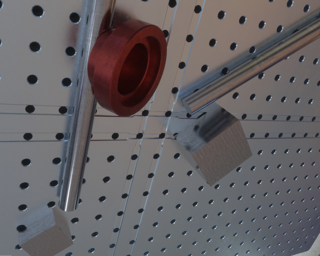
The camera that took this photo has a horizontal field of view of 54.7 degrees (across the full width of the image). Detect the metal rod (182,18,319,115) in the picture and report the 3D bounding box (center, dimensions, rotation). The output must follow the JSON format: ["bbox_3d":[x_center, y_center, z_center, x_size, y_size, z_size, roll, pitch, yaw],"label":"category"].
[{"bbox_3d":[0.164,-0.105,0.438,0.301,0.025,0.025,-31,129,-9],"label":"metal rod"}]

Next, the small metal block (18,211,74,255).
[{"bbox_3d":[-0.154,0.149,0.420,0.050,0.025,0.050,-29,129,-10],"label":"small metal block"}]

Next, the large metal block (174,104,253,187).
[{"bbox_3d":[0.080,0.026,0.457,0.080,0.050,0.080,-36,130,-5],"label":"large metal block"}]

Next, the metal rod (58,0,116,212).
[{"bbox_3d":[-0.083,-0.029,0.348,0.025,0.025,0.298,1,118,-30],"label":"metal rod"}]

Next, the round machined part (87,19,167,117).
[{"bbox_3d":[-0.037,-0.064,0.323,0.098,0.042,0.097,-49,154,-34],"label":"round machined part"}]
